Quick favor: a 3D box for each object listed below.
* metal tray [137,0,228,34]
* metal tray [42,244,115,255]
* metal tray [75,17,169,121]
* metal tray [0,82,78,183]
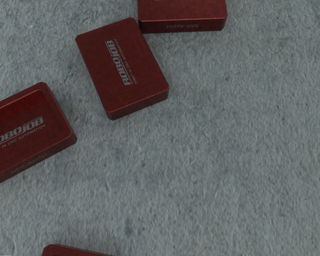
[{"bbox_3d":[0.031,-0.194,0.477,0.131,0.030,0.090,-3,70,-2],"label":"metal tray"},{"bbox_3d":[-0.095,0.200,0.331,0.091,0.030,0.130,11,70,3],"label":"metal tray"},{"bbox_3d":[-0.054,-0.086,0.436,0.091,0.030,0.130,-23,72,-9],"label":"metal tray"},{"bbox_3d":[-0.187,0.008,0.400,0.131,0.030,0.090,-29,73,-11],"label":"metal tray"}]
